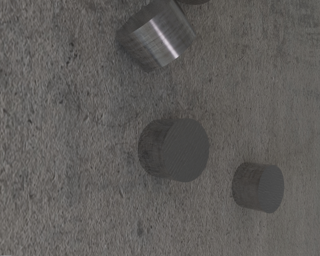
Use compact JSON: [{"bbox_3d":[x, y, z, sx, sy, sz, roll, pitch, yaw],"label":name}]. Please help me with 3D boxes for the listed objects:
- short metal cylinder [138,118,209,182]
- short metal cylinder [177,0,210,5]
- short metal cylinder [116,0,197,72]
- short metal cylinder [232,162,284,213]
[{"bbox_3d":[0.018,0.027,0.404,0.081,0.050,0.080,0,90,-40],"label":"short metal cylinder"},{"bbox_3d":[0.042,-0.209,0.403,0.080,0.080,0.050,32,71,-36],"label":"short metal cylinder"},{"bbox_3d":[-0.005,-0.111,0.365,0.050,0.080,0.080,50,60,-29],"label":"short metal cylinder"},{"bbox_3d":[0.169,0.101,0.530,0.081,0.050,0.080,0,90,-40],"label":"short metal cylinder"}]
